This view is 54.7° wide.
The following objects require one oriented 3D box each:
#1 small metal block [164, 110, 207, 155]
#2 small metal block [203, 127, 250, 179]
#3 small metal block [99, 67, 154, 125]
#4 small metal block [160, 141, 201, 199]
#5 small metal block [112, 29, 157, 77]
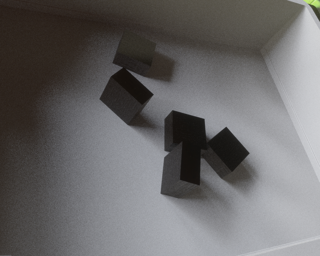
[{"bbox_3d":[0.034,0.009,0.420,0.050,0.025,0.050,14,56,-21],"label":"small metal block"},{"bbox_3d":[0.090,0.034,0.435,0.050,0.025,0.050,-35,82,-39],"label":"small metal block"},{"bbox_3d":[-0.043,-0.039,0.392,0.050,0.050,0.025,43,51,0],"label":"small metal block"},{"bbox_3d":[0.025,0.051,0.373,0.025,0.050,0.050,19,54,-18],"label":"small metal block"},{"bbox_3d":[-0.037,-0.110,0.454,0.050,0.025,0.050,22,54,-16],"label":"small metal block"}]
